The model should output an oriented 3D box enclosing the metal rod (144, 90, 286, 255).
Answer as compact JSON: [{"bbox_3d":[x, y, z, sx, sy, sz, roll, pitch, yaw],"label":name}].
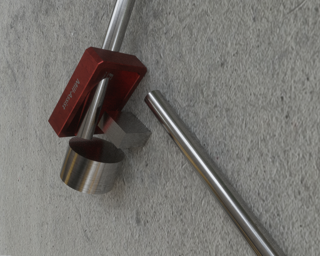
[{"bbox_3d":[0.069,0.068,0.346,0.025,0.025,0.299,-50,61,28],"label":"metal rod"}]

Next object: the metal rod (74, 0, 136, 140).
[{"bbox_3d":[-0.061,-0.129,0.423,0.025,0.025,0.298,20,93,38],"label":"metal rod"}]

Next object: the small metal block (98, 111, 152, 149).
[{"bbox_3d":[-0.048,0.002,0.426,0.050,0.050,0.025,44,117,30],"label":"small metal block"}]

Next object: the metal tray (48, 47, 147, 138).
[{"bbox_3d":[-0.086,-0.045,0.429,0.030,0.091,0.129,50,119,24],"label":"metal tray"}]

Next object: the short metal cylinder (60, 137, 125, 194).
[{"bbox_3d":[-0.098,0.052,0.447,0.080,0.081,0.050,33,110,35],"label":"short metal cylinder"}]
